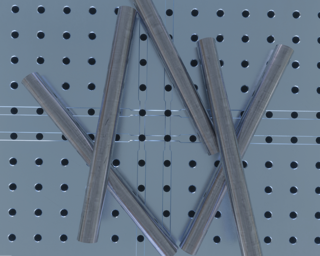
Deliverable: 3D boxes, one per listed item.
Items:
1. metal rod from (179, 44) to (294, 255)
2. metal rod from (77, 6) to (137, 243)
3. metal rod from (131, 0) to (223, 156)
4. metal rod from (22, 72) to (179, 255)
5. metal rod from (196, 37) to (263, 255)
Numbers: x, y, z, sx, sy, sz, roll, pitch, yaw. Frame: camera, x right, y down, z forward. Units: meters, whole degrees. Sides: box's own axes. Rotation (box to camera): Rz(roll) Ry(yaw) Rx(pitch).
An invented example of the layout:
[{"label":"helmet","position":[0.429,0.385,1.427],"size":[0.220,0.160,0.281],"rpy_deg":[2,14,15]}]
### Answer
[{"label":"metal rod","position":[0.102,0.028,0.414],"size":[0.025,0.025,0.299],"rpy_deg":[26,90,-1]},{"label":"metal rod","position":[-0.066,-0.010,0.394],"size":[0.025,0.025,0.298],"rpy_deg":[9,83,-1]},{"label":"metal rod","position":[0.009,-0.102,0.413],"size":[0.025,0.025,0.299],"rpy_deg":[-26,90,0]},{"label":"metal rod","position":[-0.079,0.050,0.412],"size":[0.025,0.025,0.300],"rpy_deg":[-39,91,0]},{"label":"metal rod","position":[0.088,0.029,0.391],"size":[0.025,0.025,0.298],"rpy_deg":[-10,81,0]}]
